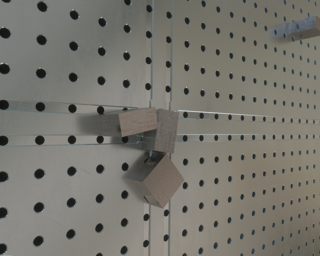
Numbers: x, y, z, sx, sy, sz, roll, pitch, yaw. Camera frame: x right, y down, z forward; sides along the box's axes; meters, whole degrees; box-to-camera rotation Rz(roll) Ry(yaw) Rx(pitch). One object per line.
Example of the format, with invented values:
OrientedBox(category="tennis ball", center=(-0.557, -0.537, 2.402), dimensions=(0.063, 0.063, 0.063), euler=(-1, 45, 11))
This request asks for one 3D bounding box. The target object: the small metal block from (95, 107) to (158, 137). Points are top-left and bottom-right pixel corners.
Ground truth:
OrientedBox(category="small metal block", center=(-0.039, -0.007, 0.360), dimensions=(0.050, 0.050, 0.025), euler=(-14, 99, -39))

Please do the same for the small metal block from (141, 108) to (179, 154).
OrientedBox(category="small metal block", center=(-0.001, 0.005, 0.388), dimensions=(0.025, 0.050, 0.050), euler=(11, 83, -20))

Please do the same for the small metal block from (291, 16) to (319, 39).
OrientedBox(category="small metal block", center=(0.314, -0.210, 0.653), dimensions=(0.050, 0.050, 0.025), euler=(5, 87, -40))

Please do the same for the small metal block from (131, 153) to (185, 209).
OrientedBox(category="small metal block", center=(-0.002, 0.068, 0.407), dimensions=(0.050, 0.025, 0.050), euler=(-48, 119, -29))
